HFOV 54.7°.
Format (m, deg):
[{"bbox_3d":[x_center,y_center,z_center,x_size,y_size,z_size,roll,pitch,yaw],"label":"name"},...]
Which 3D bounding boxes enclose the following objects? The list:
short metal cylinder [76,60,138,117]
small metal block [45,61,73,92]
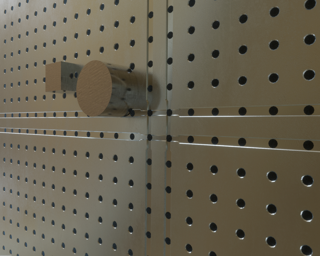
[{"bbox_3d":[-0.079,-0.056,0.458,0.080,0.050,0.080,0,90,40],"label":"short metal cylinder"},{"bbox_3d":[-0.182,-0.091,0.560,0.050,0.025,0.050,0,90,40],"label":"small metal block"}]
